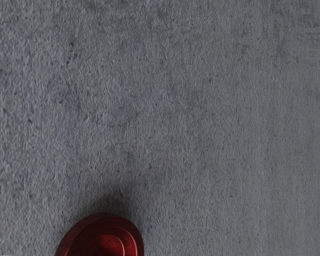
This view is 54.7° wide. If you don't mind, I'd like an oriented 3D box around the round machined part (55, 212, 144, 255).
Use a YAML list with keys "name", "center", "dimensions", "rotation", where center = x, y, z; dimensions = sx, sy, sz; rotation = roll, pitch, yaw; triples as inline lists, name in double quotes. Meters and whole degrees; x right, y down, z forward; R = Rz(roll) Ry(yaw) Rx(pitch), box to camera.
- name: "round machined part"
  center: [-0.069, 0.141, 0.336]
  dimensions: [0.099, 0.042, 0.097]
  rotation: [0, 90, -40]
